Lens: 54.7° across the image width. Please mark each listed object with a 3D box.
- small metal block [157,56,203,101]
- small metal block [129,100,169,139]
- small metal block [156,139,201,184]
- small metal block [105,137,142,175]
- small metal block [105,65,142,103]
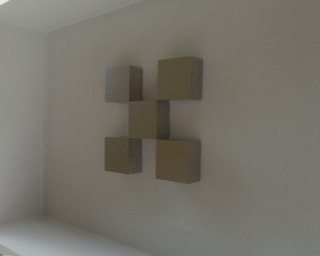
[{"bbox_3d":[0.024,-0.060,0.384,0.050,0.025,0.050,3,92,40],"label":"small metal block"},{"bbox_3d":[-0.015,-0.011,0.417,0.050,0.025,0.050,1,91,40],"label":"small metal block"},{"bbox_3d":[0.022,0.040,0.386,0.050,0.025,0.050,2,91,40],"label":"small metal block"},{"bbox_3d":[-0.054,0.038,0.449,0.050,0.025,0.050,1,91,40],"label":"small metal block"},{"bbox_3d":[-0.053,-0.062,0.448,0.050,0.025,0.050,2,92,40],"label":"small metal block"}]
